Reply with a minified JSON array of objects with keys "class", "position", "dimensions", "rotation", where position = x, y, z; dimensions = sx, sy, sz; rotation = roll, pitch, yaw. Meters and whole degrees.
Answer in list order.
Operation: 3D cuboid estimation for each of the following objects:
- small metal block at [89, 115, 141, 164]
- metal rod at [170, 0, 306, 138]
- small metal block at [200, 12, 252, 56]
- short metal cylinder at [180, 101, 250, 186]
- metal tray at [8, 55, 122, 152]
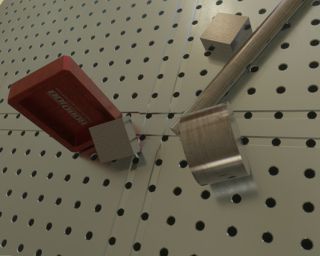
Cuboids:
[{"class":"small metal block","position":[-0.060,0.015,0.412],"dimensions":[0.050,0.025,0.050],"rotation":[-16,95,18]},{"class":"metal rod","position":[0.121,-0.104,0.407],"dimensions":[0.300,0.025,0.025],"rotation":[-49,52,-7]},{"class":"small metal block","position":[0.094,-0.134,0.440],"dimensions":[0.050,0.025,0.050],"rotation":[25,75,36]},{"class":"short metal cylinder","position":[0.059,0.017,0.331],"dimensions":[0.050,0.080,0.080],"rotation":[-17,55,18]},{"class":"metal tray","position":[-0.120,-0.025,0.416],"dimensions":[0.090,0.130,0.030],"rotation":[-25,47,13]}]
